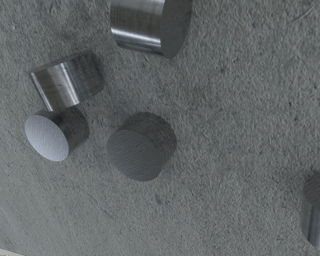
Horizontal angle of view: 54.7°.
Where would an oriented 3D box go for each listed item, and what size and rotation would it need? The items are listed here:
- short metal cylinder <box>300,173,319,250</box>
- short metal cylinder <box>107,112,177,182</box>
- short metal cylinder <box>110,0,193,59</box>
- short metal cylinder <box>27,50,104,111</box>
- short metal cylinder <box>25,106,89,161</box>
[{"bbox_3d":[0.192,0.089,0.325,0.080,0.080,0.050,5,121,25],"label":"short metal cylinder"},{"bbox_3d":[-0.024,0.025,0.419,0.080,0.050,0.079,13,124,21],"label":"short metal cylinder"},{"bbox_3d":[-0.006,-0.113,0.305,0.050,0.080,0.079,17,125,18],"label":"short metal cylinder"},{"bbox_3d":[-0.119,-0.061,0.396,0.080,0.080,0.050,-6,116,31],"label":"short metal cylinder"},{"bbox_3d":[-0.157,0.004,0.476,0.080,0.050,0.079,13,124,21],"label":"short metal cylinder"}]
